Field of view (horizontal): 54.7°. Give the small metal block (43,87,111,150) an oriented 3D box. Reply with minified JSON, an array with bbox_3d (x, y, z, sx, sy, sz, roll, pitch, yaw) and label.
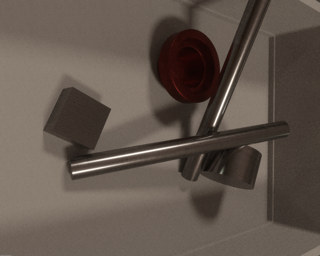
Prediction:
[{"bbox_3d":[-0.088,-0.009,0.334,0.050,0.025,0.050,32,70,-36],"label":"small metal block"}]

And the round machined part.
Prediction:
[{"bbox_3d":[0.035,-0.082,0.427,0.099,0.042,0.097,0,90,-40],"label":"round machined part"}]

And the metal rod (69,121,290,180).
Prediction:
[{"bbox_3d":[0.042,0.023,0.390,0.303,0.025,0.025,-9,96,-23],"label":"metal rod"}]

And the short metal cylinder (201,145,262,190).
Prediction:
[{"bbox_3d":[0.105,0.055,0.462,0.080,0.080,0.050,31,71,-36],"label":"short metal cylinder"}]

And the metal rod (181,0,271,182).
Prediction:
[{"bbox_3d":[0.089,-0.064,0.401,0.025,0.025,0.298,3,114,-40],"label":"metal rod"}]
